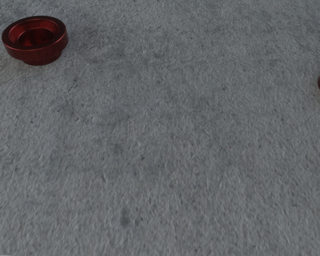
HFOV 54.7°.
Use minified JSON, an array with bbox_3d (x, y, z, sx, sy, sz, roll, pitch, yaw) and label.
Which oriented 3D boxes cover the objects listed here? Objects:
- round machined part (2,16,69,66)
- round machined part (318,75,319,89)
[{"bbox_3d":[-0.199,-0.139,0.506,0.099,0.042,0.098,0,50,0],"label":"round machined part"},{"bbox_3d":[0.293,-0.073,0.457,0.099,0.042,0.098,0,50,0],"label":"round machined part"}]
